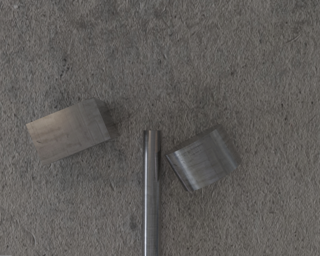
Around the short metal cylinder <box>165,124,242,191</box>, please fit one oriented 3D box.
[{"bbox_3d":[0.053,0.036,0.383,0.080,0.080,0.050,-29,90,0],"label":"short metal cylinder"}]

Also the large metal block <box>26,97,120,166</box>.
[{"bbox_3d":[-0.101,0.003,0.382,0.080,0.080,0.050,-22,90,0],"label":"large metal block"}]

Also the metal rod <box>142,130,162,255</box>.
[{"bbox_3d":[-0.011,0.152,0.409,0.025,0.025,0.298,0,90,0],"label":"metal rod"}]
